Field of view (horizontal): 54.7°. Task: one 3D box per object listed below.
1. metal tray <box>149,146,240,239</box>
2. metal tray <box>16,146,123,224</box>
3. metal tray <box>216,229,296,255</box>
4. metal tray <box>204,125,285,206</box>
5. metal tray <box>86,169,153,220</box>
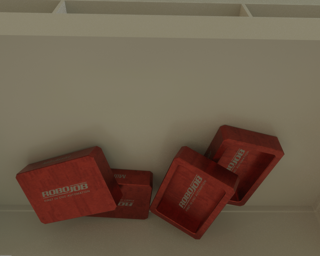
[{"bbox_3d":[0.046,0.098,0.452,0.090,0.030,0.129,30,129,9],"label":"metal tray"},{"bbox_3d":[-0.131,0.085,0.451,0.130,0.030,0.090,-16,108,17],"label":"metal tray"},{"bbox_3d":[0.173,0.224,0.565,0.130,0.090,0.030,-17,84,14],"label":"metal tray"},{"bbox_3d":[0.108,0.060,0.458,0.091,0.030,0.129,13,129,-11],"label":"metal tray"},{"bbox_3d":[-0.081,0.105,0.494,0.131,0.030,0.089,5,130,-5],"label":"metal tray"}]
